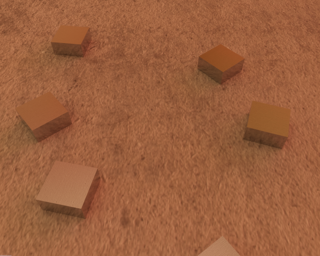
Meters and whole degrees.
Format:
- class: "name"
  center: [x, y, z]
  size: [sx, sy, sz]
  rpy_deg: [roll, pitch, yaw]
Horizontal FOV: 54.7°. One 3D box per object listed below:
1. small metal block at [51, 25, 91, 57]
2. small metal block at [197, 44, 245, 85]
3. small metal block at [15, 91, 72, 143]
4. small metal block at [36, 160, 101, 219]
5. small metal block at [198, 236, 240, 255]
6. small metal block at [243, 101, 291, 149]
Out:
- class: "small metal block"
  center: [-0.149, -0.148, 0.526]
  size: [0.050, 0.025, 0.050]
  rpy_deg: [6, 50, 4]
- class: "small metal block"
  center: [0.096, -0.102, 0.490]
  size: [0.050, 0.025, 0.050]
  rpy_deg: [-34, 58, -25]
- class: "small metal block"
  center: [-0.155, -0.016, 0.414]
  size: [0.050, 0.025, 0.050]
  rpy_deg: [-33, 58, -25]
- class: "small metal block"
  center: [-0.100, 0.068, 0.345]
  size: [0.050, 0.025, 0.050]
  rpy_deg: [9, 51, 7]
- class: "small metal block"
  center: [0.055, 0.139, 0.287]
  size: [0.050, 0.025, 0.050]
  rpy_deg: [-29, 56, -23]
- class: "small metal block"
  center: [0.141, -0.005, 0.409]
  size: [0.050, 0.025, 0.050]
  rpy_deg: [15, 51, 12]
